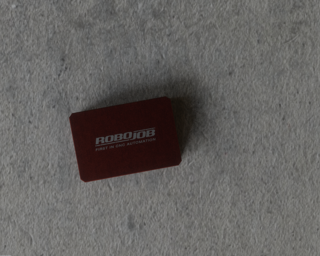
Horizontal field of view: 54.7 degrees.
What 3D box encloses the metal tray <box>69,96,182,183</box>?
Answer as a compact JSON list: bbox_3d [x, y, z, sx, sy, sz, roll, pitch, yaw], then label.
[{"bbox_3d":[-0.044,0.014,0.407,0.131,0.030,0.089,-10,90,-1],"label":"metal tray"}]
